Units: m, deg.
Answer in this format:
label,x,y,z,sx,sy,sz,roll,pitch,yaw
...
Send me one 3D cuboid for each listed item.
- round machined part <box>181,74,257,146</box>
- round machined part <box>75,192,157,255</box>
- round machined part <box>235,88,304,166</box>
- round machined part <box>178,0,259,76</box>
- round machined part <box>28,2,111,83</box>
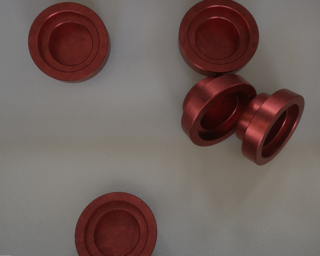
label,x,y,z,sx,sy,sz,roll,pitch,yaw
round machined part,0.068,-0.026,0.386,0.098,0.098,0.042,-37,54,0
round machined part,-0.053,0.134,0.390,0.099,0.042,0.098,1,65,-2
round machined part,0.132,-0.005,0.387,0.042,0.098,0.098,36,90,35
round machined part,0.073,-0.112,0.399,0.099,0.042,0.097,0,82,-1
round machined part,-0.113,-0.107,0.401,0.099,0.042,0.097,0,90,-1
